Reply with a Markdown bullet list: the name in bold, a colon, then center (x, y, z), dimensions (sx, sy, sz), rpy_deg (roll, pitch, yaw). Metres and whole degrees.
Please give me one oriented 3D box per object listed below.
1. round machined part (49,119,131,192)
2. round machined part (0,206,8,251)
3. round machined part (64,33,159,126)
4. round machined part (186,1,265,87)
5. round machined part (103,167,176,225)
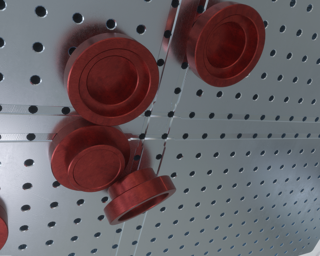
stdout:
- **round machined part**: center (-0.082, 0.039, 0.379), dimensions (0.099, 0.042, 0.097), rpy_deg (-14, 124, -21)
- **round machined part**: center (-0.228, 0.129, 0.355), dimensions (0.099, 0.042, 0.097), rpy_deg (-14, 124, -21)
- **round machined part**: center (-0.054, -0.054, 0.337), dimensions (0.099, 0.042, 0.097), rpy_deg (-14, 124, -21)
- **round machined part**: center (0.075, -0.102, 0.377), dimensions (0.099, 0.042, 0.097), rpy_deg (-14, 124, -21)
- **round machined part**: center (-0.031, 0.088, 0.418), dimensions (0.098, 0.042, 0.098), rpy_deg (-26, 160, -10)
